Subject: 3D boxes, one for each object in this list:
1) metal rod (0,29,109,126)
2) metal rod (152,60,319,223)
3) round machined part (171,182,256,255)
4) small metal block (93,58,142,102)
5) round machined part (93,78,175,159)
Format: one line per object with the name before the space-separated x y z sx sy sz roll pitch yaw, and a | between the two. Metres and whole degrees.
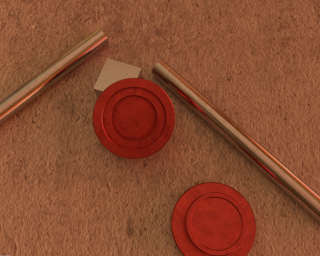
metal rod | -0.192 -0.038 0.420 0.301 0.025 0.025 -42 76 -14
metal rod | 0.103 0.013 0.404 0.300 0.025 0.025 43 76 14
round machined part | 0.062 0.111 0.359 0.099 0.042 0.098 0 70 0
small metal block | -0.057 -0.063 0.431 0.050 0.025 0.050 18 71 6
round machined part | -0.032 -0.013 0.391 0.099 0.042 0.097 -1 96 -6
